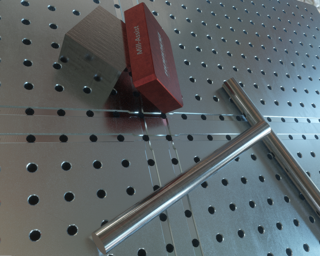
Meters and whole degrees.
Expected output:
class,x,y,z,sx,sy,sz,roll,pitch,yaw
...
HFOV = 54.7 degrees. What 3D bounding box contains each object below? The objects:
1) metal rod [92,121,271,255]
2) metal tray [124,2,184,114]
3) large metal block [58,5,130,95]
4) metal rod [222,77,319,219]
class,x,y,z,sx,sy,sz,roll,pitch,yaw
metal rod,0.050,0.057,0.392,0.302,0.025,0.025,-27,77,-35
metal tray,-0.008,-0.095,0.428,0.090,0.030,0.130,39,36,-56
large metal block,-0.075,-0.105,0.417,0.080,0.050,0.080,34,51,-6
metal rod,0.195,0.045,0.488,0.025,0.025,0.299,-25,75,-37
